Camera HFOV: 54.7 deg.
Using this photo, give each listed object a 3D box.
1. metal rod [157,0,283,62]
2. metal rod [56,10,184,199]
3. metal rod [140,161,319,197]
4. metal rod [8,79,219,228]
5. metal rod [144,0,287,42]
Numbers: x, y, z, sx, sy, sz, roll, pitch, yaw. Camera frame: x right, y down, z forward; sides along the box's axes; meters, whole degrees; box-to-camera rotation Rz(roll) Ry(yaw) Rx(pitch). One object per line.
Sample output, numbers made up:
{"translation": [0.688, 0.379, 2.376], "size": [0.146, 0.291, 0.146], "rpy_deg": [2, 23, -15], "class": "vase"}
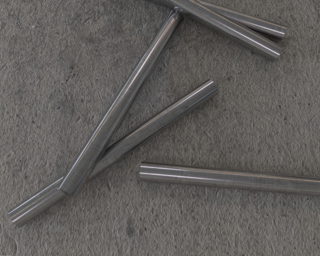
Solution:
{"translation": [0.039, -0.179, 0.453], "size": [0.301, 0.025, 0.025], "rpy_deg": [29, 73, 2], "class": "metal rod"}
{"translation": [-0.040, -0.047, 0.408], "size": [0.025, 0.025, 0.300], "rpy_deg": [25, 66, 8], "class": "metal rod"}
{"translation": [0.126, 0.066, 0.384], "size": [0.302, 0.025, 0.025], "rpy_deg": [5, 70, 1], "class": "metal rod"}
{"translation": [-0.049, 0.025, 0.398], "size": [0.301, 0.025, 0.025], "rpy_deg": [-34, 74, -12], "class": "metal rod"}
{"translation": [0.042, -0.190, 0.477], "size": [0.301, 0.025, 0.025], "rpy_deg": [20, 71, 7], "class": "metal rod"}
